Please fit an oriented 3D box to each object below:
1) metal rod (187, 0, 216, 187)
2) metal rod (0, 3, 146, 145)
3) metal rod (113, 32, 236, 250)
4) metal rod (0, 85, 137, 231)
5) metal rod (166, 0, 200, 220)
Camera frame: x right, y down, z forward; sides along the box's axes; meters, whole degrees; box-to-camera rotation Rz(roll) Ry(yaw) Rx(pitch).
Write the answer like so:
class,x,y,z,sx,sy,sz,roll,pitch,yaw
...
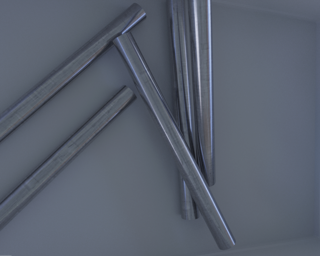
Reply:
class,x,y,z,sx,sy,sz,roll,pitch,yaw
metal rod,0.051,-0.055,0.366,0.025,0.025,0.298,-18,120,-19
metal rod,-0.129,-0.047,0.362,0.301,0.025,0.025,-45,104,-14
metal rod,0.022,0.022,0.392,0.025,0.025,0.299,-30,98,-18
metal rod,-0.140,0.059,0.358,0.301,0.025,0.025,-46,104,-14
metal rod,0.031,-0.026,0.421,0.025,0.025,0.298,-5,92,-20
